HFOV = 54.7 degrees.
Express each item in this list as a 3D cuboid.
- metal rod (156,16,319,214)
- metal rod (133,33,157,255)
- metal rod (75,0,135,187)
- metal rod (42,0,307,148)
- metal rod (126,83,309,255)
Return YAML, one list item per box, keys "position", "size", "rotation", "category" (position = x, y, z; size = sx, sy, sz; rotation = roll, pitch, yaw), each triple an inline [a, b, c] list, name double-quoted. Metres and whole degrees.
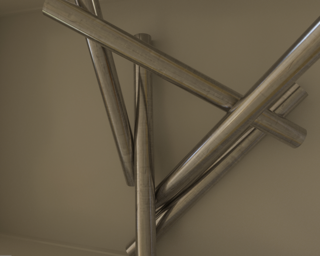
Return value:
- position: [0.063, 0.011, 0.333]
  size: [0.025, 0.025, 0.298]
  rotation: [48, 125, 13]
  category: "metal rod"
- position: [-0.020, 0.024, 0.393]
  size: [0.025, 0.025, 0.298]
  rotation: [-5, 79, 20]
  category: "metal rod"
- position: [-0.063, -0.061, 0.367]
  size: [0.025, 0.025, 0.298]
  rotation: [-3, 114, 20]
  category: "metal rod"
- position: [0.021, -0.057, 0.329]
  size: [0.301, 0.025, 0.025]
  rotation: [27, 100, -5]
  category: "metal rod"
- position: [0.061, 0.062, 0.388]
  size: [0.025, 0.025, 0.299]
  rotation: [46, 104, 14]
  category: "metal rod"
